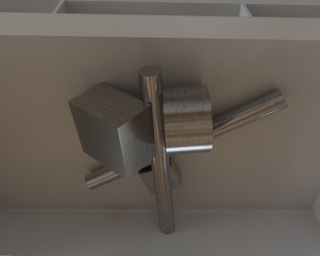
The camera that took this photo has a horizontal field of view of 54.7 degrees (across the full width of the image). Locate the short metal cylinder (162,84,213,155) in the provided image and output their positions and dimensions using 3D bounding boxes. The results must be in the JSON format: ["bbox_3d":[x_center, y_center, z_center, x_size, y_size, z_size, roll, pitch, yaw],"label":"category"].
[{"bbox_3d":[0.030,-0.010,0.362,0.050,0.080,0.079,-4,130,1],"label":"short metal cylinder"}]

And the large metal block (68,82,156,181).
[{"bbox_3d":[-0.054,0.003,0.367,0.080,0.050,0.079,27,139,31],"label":"large metal block"}]

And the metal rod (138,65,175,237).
[{"bbox_3d":[0.001,0.055,0.420,0.025,0.025,0.298,-4,129,3],"label":"metal rod"}]

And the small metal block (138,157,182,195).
[{"bbox_3d":[0.001,0.070,0.467,0.050,0.025,0.050,-17,129,13],"label":"small metal block"}]

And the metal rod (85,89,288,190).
[{"bbox_3d":[0.022,0.023,0.426,0.300,0.025,0.025,-25,126,19],"label":"metal rod"}]
